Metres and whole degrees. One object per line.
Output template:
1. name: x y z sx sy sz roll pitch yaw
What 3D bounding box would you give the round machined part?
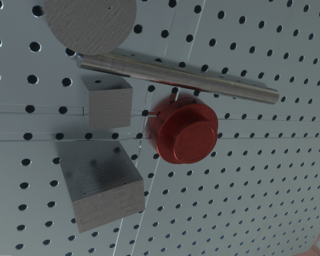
1. round machined part: 0.040 0.011 0.431 0.099 0.042 0.097 -14 125 -21

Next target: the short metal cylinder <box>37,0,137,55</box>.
1. short metal cylinder: -0.068 -0.114 0.288 0.081 0.050 0.079 -14 125 -21

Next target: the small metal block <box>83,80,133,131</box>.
1. small metal block: -0.061 -0.027 0.362 0.050 0.025 0.050 -7 122 -25

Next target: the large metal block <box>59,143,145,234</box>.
1. large metal block: -0.072 0.070 0.381 0.081 0.080 0.050 -15 125 -21

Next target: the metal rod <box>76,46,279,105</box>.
1. metal rod: 0.046 -0.061 0.399 0.302 0.025 0.025 6 116 -32
